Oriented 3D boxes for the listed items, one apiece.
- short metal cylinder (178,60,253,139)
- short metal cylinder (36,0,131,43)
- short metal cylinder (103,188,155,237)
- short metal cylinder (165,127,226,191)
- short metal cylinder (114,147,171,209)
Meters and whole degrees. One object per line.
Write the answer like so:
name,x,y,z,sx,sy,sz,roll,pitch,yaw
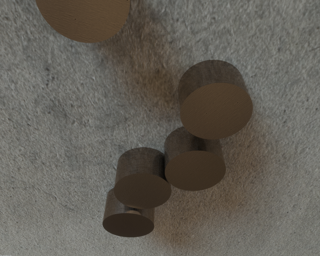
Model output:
short metal cylinder,0.063,-0.033,0.364,0.081,0.050,0.079,0,130,0
short metal cylinder,-0.066,-0.126,0.283,0.081,0.050,0.079,0,130,0
short metal cylinder,-0.049,0.135,0.501,0.081,0.050,0.079,0,135,1
short metal cylinder,0.046,0.042,0.427,0.081,0.050,0.079,0,130,0
short metal cylinder,-0.024,0.074,0.454,0.081,0.050,0.079,-1,130,0
